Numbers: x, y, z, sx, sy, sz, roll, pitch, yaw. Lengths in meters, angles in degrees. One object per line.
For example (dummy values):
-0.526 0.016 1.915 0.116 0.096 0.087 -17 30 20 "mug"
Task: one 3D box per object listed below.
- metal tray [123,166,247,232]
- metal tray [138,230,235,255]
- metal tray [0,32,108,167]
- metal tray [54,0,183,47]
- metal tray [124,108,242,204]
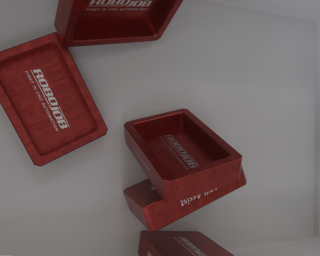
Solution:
0.028 0.073 0.386 0.131 0.090 0.030 -22 99 -19 "metal tray"
0.035 0.158 0.368 0.091 0.130 0.030 8 88 -20 "metal tray"
-0.130 -0.033 0.359 0.091 0.030 0.129 -28 99 -18 "metal tray"
-0.042 -0.134 0.343 0.131 0.090 0.030 -15 71 -33 "metal tray"
0.021 0.024 0.362 0.091 0.130 0.030 -14 122 -20 "metal tray"
